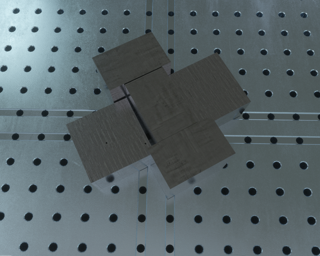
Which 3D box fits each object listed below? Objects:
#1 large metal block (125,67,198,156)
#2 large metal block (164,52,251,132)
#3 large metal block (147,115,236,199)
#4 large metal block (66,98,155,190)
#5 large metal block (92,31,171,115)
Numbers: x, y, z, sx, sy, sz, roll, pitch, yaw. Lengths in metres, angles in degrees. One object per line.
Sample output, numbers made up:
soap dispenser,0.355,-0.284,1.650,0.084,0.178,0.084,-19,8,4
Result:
large metal block,0.001,-0.015,0.388,0.050,0.080,0.080,-27,72,-9
large metal block,0.058,-0.041,0.413,0.080,0.050,0.080,-27,74,-9
large metal block,0.033,0.038,0.369,0.080,0.080,0.050,-27,72,-10
large metal block,-0.060,0.021,0.392,0.080,0.050,0.080,-25,72,-9
large metal block,-0.034,-0.067,0.406,0.080,0.080,0.050,-27,72,-9
